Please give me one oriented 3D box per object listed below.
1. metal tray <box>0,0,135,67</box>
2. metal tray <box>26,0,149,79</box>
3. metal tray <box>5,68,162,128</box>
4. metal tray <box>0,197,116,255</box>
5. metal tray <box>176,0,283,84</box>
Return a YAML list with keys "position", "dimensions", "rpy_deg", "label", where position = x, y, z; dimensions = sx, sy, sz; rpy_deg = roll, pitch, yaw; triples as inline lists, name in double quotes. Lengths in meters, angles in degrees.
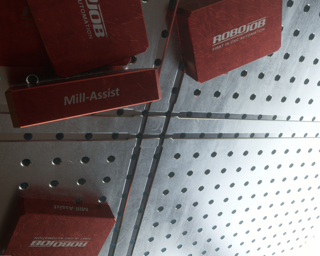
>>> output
- position: [-0.090, -0.106, 0.293]
  dimensions: [0.131, 0.030, 0.089]
  rpy_deg: [-6, 121, -26]
  label: "metal tray"
- position: [-0.066, -0.117, 0.261]
  dimensions: [0.091, 0.030, 0.129]
  rpy_deg: [-22, 127, -15]
  label: "metal tray"
- position: [-0.076, -0.034, 0.304]
  dimensions: [0.131, 0.090, 0.030]
  rpy_deg: [-13, 104, -22]
  label: "metal tray"
- position: [-0.137, 0.145, 0.424]
  dimensions: [0.131, 0.030, 0.089]
  rpy_deg: [16, 110, -35]
  label: "metal tray"
- position: [0.090, -0.121, 0.384]
  dimensions: [0.131, 0.030, 0.089]
  rpy_deg: [-24, 128, -14]
  label: "metal tray"
